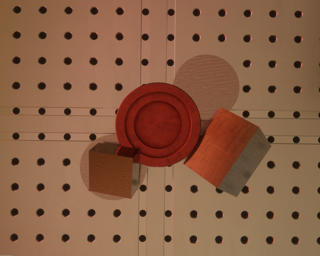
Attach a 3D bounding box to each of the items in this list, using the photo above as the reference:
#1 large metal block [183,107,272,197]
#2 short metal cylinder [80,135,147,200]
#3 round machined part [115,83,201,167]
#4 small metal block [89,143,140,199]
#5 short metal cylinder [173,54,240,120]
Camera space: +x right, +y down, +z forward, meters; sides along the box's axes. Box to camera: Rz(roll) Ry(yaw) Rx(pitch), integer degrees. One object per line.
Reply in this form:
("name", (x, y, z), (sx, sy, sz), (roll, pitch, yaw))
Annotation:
("large metal block", (0.086, 0.032, 0.380), (0.050, 0.080, 0.080), (34, 90, 34))
("short metal cylinder", (-0.057, 0.048, 0.400), (0.081, 0.050, 0.079), (0, 90, 0))
("round machined part", (-0.002, -0.004, 0.375), (0.099, 0.042, 0.097), (0, 90, 0))
("small metal block", (-0.051, 0.048, 0.350), (0.050, 0.025, 0.050), (8, 110, 12))
("short metal cylinder", (0.056, -0.050, 0.401), (0.081, 0.050, 0.079), (0, 90, 0))
